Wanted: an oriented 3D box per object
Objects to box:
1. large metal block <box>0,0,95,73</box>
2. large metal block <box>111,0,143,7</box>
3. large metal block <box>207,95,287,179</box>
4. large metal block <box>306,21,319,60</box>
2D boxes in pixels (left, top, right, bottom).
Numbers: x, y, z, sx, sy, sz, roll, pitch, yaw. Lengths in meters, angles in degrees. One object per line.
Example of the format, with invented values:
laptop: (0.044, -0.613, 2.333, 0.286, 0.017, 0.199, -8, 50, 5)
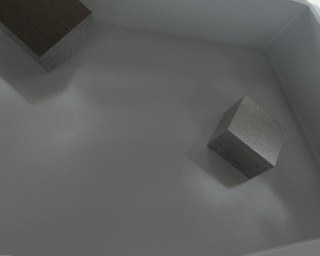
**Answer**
large metal block: (-0.139, -0.128, 0.374, 0.080, 0.050, 0.080, 43, 76, 1)
large metal block: (-0.068, -0.256, 0.512, 0.081, 0.050, 0.080, 3, 61, -27)
large metal block: (0.128, 0.013, 0.450, 0.080, 0.050, 0.080, 38, 51, -3)
large metal block: (0.399, -0.200, 0.728, 0.081, 0.050, 0.080, 18, 55, -18)
